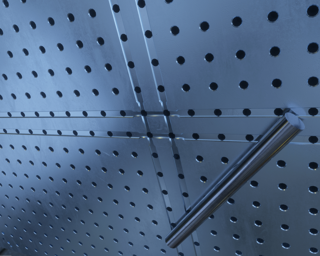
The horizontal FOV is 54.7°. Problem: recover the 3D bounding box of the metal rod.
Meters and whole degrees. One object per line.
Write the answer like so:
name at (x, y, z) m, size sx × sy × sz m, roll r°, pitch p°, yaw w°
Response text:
metal rod at (0.082, 0.091, 0.423) m, size 0.025 × 0.025 × 0.298 m, roll 36°, pitch 129°, yaw 4°
